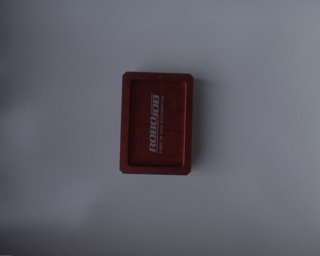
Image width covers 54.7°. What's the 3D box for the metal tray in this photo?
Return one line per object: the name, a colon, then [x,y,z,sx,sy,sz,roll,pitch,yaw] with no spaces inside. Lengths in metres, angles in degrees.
metal tray: [-0.004,-0.006,0.406,0.091,0.030,0.129,2,90,-1]
